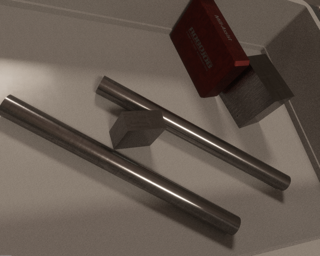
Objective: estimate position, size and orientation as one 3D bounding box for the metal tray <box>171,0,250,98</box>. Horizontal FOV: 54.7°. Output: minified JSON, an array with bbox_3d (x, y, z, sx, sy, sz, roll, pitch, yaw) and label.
[{"bbox_3d":[0.072,-0.124,0.480,0.030,0.090,0.130,-11,68,-33],"label":"metal tray"}]

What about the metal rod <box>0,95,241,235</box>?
[{"bbox_3d":[-0.037,0.048,0.357,0.301,0.025,0.025,29,52,-10],"label":"metal rod"}]

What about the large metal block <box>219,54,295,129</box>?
[{"bbox_3d":[0.145,-0.057,0.486,0.050,0.080,0.080,-16,70,-35],"label":"large metal block"}]

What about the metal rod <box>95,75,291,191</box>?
[{"bbox_3d":[0.053,0.012,0.428,0.301,0.025,0.025,28,52,-11],"label":"metal rod"}]

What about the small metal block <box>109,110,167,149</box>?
[{"bbox_3d":[-0.028,0.002,0.375,0.050,0.050,0.025,-4,64,-31],"label":"small metal block"}]
